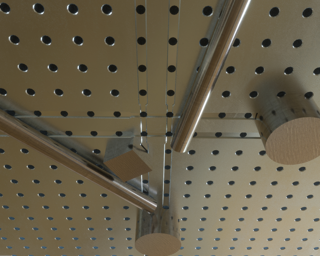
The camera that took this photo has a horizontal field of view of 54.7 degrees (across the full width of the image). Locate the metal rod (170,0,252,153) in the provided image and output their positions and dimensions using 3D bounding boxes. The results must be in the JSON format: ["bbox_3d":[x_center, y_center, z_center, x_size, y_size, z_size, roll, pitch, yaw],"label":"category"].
[{"bbox_3d":[0.063,-0.085,0.339,0.025,0.025,0.298,11,129,-9],"label":"metal rod"}]

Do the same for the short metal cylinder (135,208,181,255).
[{"bbox_3d":[-0.003,0.187,0.554,0.081,0.050,0.079,0,130,0],"label":"short metal cylinder"}]

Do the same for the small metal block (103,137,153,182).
[{"bbox_3d":[-0.046,0.047,0.451,0.050,0.025,0.050,-25,126,19],"label":"small metal block"}]

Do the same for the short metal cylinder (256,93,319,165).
[{"bbox_3d":[0.170,0.002,0.398,0.081,0.050,0.079,0,130,0],"label":"short metal cylinder"}]

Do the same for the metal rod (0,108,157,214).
[{"bbox_3d":[-0.121,0.053,0.455,0.301,0.025,0.025,37,121,-27],"label":"metal rod"}]
